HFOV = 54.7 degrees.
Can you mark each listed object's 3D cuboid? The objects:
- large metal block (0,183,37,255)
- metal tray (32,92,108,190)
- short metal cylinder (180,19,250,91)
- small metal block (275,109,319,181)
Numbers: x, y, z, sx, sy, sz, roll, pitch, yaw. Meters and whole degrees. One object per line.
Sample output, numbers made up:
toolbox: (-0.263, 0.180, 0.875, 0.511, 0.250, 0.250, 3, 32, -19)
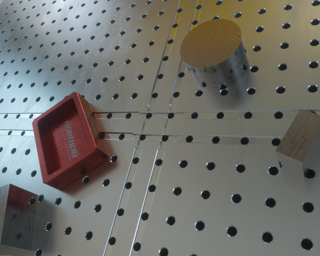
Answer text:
large metal block: (-0.224, 0.132, 0.426, 0.080, 0.050, 0.080, -20, 54, 16)
metal tray: (-0.139, 0.016, 0.465, 0.090, 0.030, 0.130, -33, 52, 6)
short metal cylinder: (0.073, -0.097, 0.412, 0.080, 0.050, 0.080, -13, 56, 20)
small metal block: (0.142, 0.017, 0.307, 0.025, 0.050, 0.050, 26, 76, 36)
